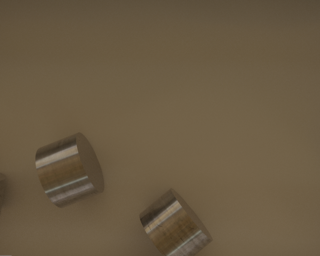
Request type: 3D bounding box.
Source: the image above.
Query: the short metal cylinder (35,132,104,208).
[{"bbox_3d":[-0.109,0.051,0.383,0.050,0.080,0.080,-22,90,0],"label":"short metal cylinder"}]

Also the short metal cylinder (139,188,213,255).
[{"bbox_3d":[0.020,0.122,0.384,0.050,0.080,0.080,-40,90,0],"label":"short metal cylinder"}]

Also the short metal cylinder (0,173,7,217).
[{"bbox_3d":[-0.238,0.083,0.382,0.080,0.080,0.050,9,90,0],"label":"short metal cylinder"}]
